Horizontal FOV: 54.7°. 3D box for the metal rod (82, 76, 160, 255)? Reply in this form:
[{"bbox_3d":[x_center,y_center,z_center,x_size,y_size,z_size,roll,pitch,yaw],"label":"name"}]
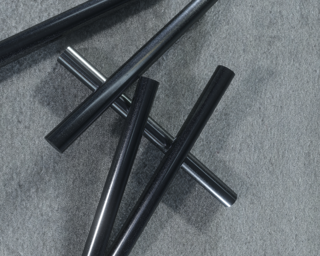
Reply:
[{"bbox_3d":[-0.058,0.084,0.372,0.025,0.025,0.298,18,90,-20],"label":"metal rod"}]

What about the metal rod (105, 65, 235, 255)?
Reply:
[{"bbox_3d":[0.008,0.055,0.390,0.025,0.025,0.299,31,88,-18],"label":"metal rod"}]

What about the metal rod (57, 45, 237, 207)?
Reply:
[{"bbox_3d":[-0.006,0.008,0.407,0.300,0.025,0.025,42,77,-16],"label":"metal rod"}]

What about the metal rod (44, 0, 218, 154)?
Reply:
[{"bbox_3d":[-0.019,-0.086,0.382,0.025,0.025,0.301,48,68,-14],"label":"metal rod"}]

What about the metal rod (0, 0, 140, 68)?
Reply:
[{"bbox_3d":[-0.102,-0.130,0.371,0.302,0.025,0.025,-33,101,-17],"label":"metal rod"}]
